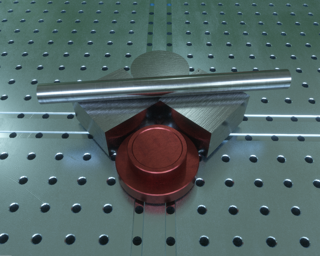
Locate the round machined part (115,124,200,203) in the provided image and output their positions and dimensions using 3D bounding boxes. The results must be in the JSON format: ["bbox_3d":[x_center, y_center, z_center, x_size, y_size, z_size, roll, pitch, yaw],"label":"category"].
[{"bbox_3d":[-0.003,0.034,0.362,0.099,0.042,0.098,0,50,0],"label":"round machined part"}]

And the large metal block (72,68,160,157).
[{"bbox_3d":[-0.058,-0.023,0.405,0.081,0.050,0.080,-32,59,-25],"label":"large metal block"}]

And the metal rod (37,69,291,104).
[{"bbox_3d":[0.007,-0.051,0.378,0.302,0.025,0.025,-4,50,-3],"label":"metal rod"}]

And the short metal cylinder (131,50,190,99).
[{"bbox_3d":[0.000,-0.066,0.442,0.081,0.050,0.080,0,50,0],"label":"short metal cylinder"}]

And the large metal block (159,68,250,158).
[{"bbox_3d":[0.055,-0.022,0.402,0.080,0.050,0.080,35,59,25],"label":"large metal block"}]
